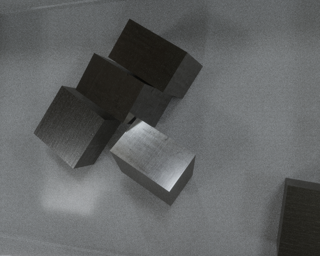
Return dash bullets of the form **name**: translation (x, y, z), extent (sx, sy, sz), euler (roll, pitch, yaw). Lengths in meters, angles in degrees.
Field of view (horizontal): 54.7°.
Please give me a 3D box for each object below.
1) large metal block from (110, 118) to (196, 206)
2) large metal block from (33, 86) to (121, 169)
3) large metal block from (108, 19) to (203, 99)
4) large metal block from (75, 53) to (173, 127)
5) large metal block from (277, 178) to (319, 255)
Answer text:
- **large metal block**: translation (-0.006, 0.044, 0.375), extent (0.080, 0.080, 0.050), euler (32, 71, 16)
- **large metal block**: translation (-0.115, -0.002, 0.436), extent (0.080, 0.050, 0.080), euler (38, 102, 15)
- **large metal block**: translation (-0.002, -0.081, 0.381), extent (0.080, 0.080, 0.050), euler (35, 101, 16)
- **large metal block**: translation (-0.042, -0.045, 0.391), extent (0.080, 0.080, 0.050), euler (34, 101, 23)
- **large metal block**: translation (0.175, 0.104, 0.336), extent (0.080, 0.050, 0.079), euler (8, 93, 19)
